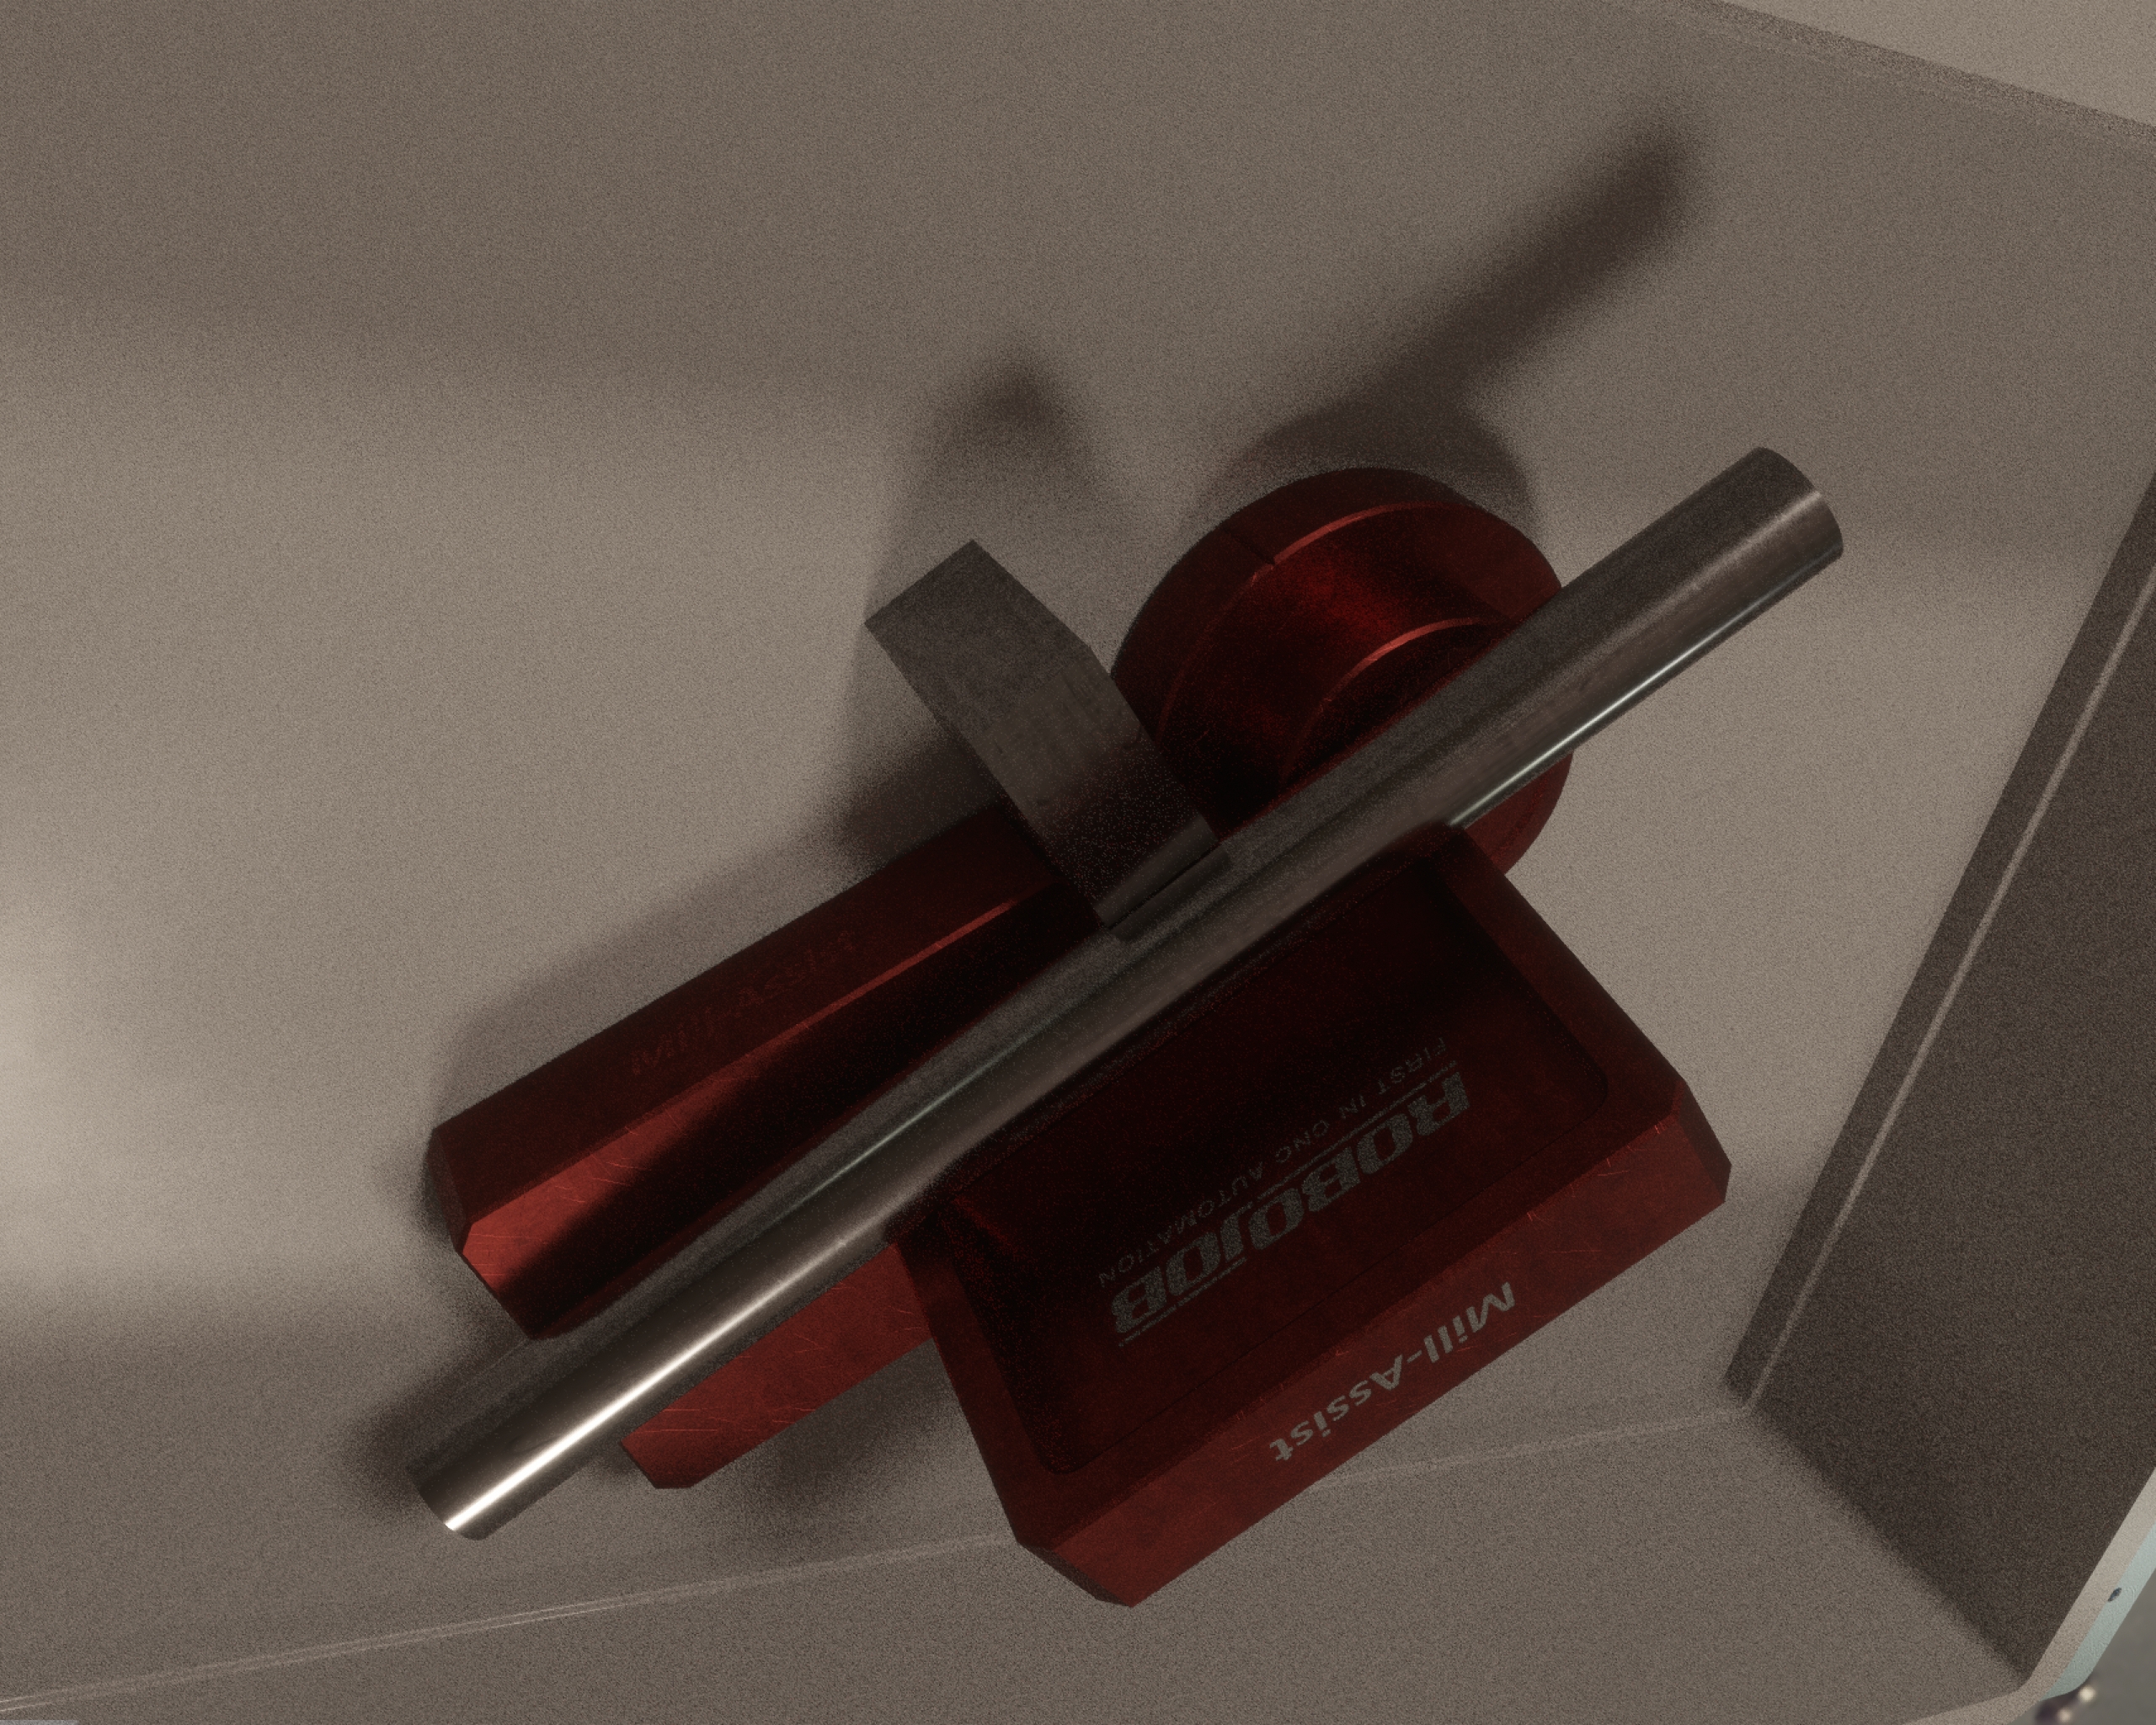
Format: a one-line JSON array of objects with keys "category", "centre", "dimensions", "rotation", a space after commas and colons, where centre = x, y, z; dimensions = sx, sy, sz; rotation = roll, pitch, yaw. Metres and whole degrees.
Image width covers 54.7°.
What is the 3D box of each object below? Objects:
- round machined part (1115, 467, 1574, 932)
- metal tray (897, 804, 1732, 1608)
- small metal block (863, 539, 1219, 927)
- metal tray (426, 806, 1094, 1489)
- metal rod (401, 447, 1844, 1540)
[{"category": "round machined part", "centre": [0.059, -0.025, 0.414], "dimensions": [0.099, 0.042, 0.097], "rotation": [-14, 125, -21]}, {"category": "metal tray", "centre": [0.036, 0.057, 0.372], "dimensions": [0.130, 0.090, 0.030], "rotation": [-35, 132, 3]}, {"category": "small metal block", "centre": [-0.007, -0.024, 0.374], "dimensions": [0.025, 0.050, 0.050], "rotation": [-38, 130, -3]}, {"category": "metal tray", "centre": [-0.048, 0.058, 0.415], "dimensions": [0.131, 0.030, 0.090], "rotation": [-31, 129, -9]}, {"category": "metal rod", "centre": [0.008, 0.024, 0.376], "dimensions": [0.301, 0.025, 0.025], "rotation": [-36, 130, 1]}]
